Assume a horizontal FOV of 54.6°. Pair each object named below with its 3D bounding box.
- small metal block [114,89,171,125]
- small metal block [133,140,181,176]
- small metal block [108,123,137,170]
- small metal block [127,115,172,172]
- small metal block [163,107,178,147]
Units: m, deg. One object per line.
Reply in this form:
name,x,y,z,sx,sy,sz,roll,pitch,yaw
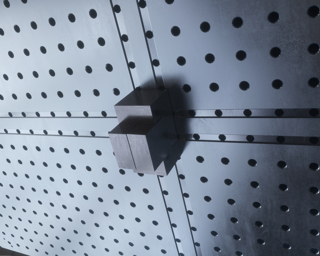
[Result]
small metal block,-0.021,-0.027,0.389,0.050,0.050,0.025,2,120,27
small metal block,-0.005,0.038,0.421,0.050,0.050,0.025,2,119,27
small metal block,-0.035,0.017,0.392,0.025,0.050,0.050,2,119,27
small metal block,-0.011,0.017,0.380,0.025,0.050,0.050,3,120,28
small metal block,-0.008,-0.001,0.415,0.050,0.025,0.050,2,120,28
